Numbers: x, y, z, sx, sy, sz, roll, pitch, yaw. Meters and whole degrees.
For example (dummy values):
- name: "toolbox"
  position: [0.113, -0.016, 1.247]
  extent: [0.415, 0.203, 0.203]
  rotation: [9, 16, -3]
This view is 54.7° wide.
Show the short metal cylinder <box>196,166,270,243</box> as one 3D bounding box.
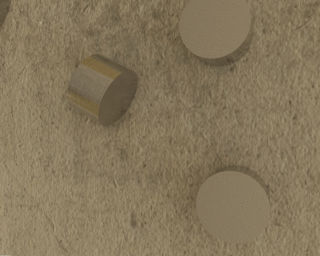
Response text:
- name: "short metal cylinder"
  position: [0.087, 0.087, 0.365]
  extent: [0.080, 0.050, 0.079]
  rotation: [0, 90, 19]

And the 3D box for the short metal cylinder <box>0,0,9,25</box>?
- name: "short metal cylinder"
  position: [-0.285, -0.198, 0.478]
  extent: [0.050, 0.080, 0.080]
  rotation: [29, 99, 17]

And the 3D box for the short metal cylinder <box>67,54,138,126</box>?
- name: "short metal cylinder"
  position: [-0.073, -0.049, 0.404]
  extent: [0.050, 0.080, 0.080]
  rotation: [30, 100, 17]

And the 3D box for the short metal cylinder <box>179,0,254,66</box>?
- name: "short metal cylinder"
  position: [0.069, -0.118, 0.371]
  extent: [0.080, 0.050, 0.079]
  rotation: [0, 90, 19]
